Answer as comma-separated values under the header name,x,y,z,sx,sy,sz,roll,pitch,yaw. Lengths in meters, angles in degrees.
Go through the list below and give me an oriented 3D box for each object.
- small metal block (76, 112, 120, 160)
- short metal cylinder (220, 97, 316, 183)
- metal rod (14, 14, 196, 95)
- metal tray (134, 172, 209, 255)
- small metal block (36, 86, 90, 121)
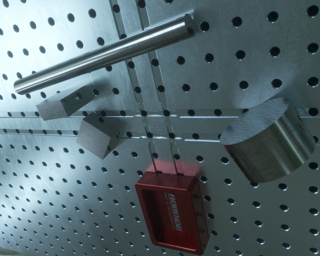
name,x,y,z,sx,sy,sz,roll,pitch,yaw
small metal block,-0.094,0.012,0.469,0.050,0.025,0.050,32,129,7
short metal cylinder,0.111,0.012,0.325,0.080,0.080,0.050,-29,102,37
metal rod,-0.093,-0.086,0.407,0.300,0.025,0.025,-10,113,32
metal tray,0.020,0.133,0.479,0.090,0.030,0.129,1,119,27
small metal block,-0.139,-0.035,0.447,0.050,0.050,0.025,-6,115,31
